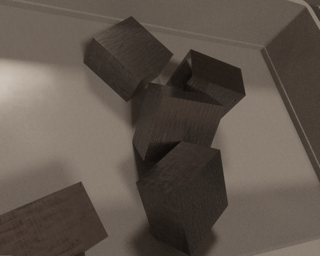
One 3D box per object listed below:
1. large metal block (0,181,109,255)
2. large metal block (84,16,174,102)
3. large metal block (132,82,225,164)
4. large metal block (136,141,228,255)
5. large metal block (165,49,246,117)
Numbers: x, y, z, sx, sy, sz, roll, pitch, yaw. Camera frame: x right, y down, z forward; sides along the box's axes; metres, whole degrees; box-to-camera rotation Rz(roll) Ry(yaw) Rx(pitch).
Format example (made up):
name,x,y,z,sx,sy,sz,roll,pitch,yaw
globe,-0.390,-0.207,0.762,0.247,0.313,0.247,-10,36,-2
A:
name,x,y,z,sx,sy,sz,roll,pitch,yaw
large metal block,-0.101,0.095,0.259,0.081,0.080,0.050,-20,73,-36
large metal block,-0.042,-0.096,0.427,0.080,0.050,0.080,43,51,1
large metal block,0.020,-0.004,0.376,0.081,0.079,0.050,7,21,-25
large metal block,0.028,0.073,0.336,0.080,0.050,0.080,-39,127,-39
large metal block,0.059,-0.052,0.434,0.081,0.080,0.050,16,52,-20
